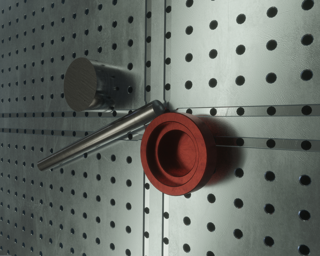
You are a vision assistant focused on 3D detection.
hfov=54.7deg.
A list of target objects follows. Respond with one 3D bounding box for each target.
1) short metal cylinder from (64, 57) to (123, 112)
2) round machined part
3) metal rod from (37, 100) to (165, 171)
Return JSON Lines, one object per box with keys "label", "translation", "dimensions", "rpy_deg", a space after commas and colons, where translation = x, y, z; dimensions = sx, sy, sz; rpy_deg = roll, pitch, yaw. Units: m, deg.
{"label": "short metal cylinder", "translation": [-0.103, -0.064, 0.475], "dimensions": [0.080, 0.050, 0.079], "rpy_deg": [0, 90, 39]}
{"label": "round machined part", "translation": [0.026, 0.030, 0.375], "dimensions": [0.098, 0.042, 0.097], "rpy_deg": [0, 90, 39]}
{"label": "metal rod", "translation": [-0.111, 0.022, 0.498], "dimensions": [0.299, 0.025, 0.025], "rpy_deg": [-24, 75, 37]}
